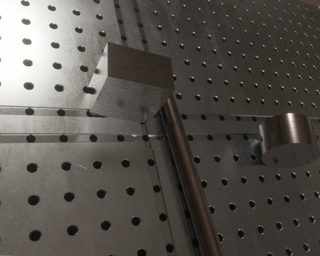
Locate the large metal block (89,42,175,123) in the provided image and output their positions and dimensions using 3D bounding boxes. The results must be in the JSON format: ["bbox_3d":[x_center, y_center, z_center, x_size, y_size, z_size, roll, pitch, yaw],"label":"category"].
[{"bbox_3d":[-0.038,-0.052,0.386,0.081,0.080,0.050,9,58,-24],"label":"large metal block"}]

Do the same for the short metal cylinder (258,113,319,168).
[{"bbox_3d":[0.192,0.021,0.466,0.081,0.080,0.050,17,55,-19],"label":"short metal cylinder"}]

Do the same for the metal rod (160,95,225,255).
[{"bbox_3d":[0.028,0.029,0.406,0.025,0.025,0.299,-2,63,-29],"label":"metal rod"}]
